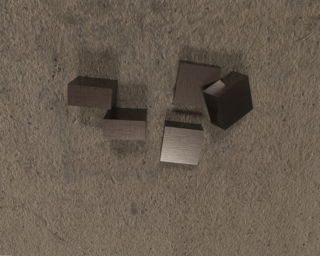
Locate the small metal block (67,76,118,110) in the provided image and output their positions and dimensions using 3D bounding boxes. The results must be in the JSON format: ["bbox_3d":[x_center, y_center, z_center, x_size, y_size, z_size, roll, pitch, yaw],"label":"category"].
[{"bbox_3d":[-0.081,-0.044,0.379,0.050,0.050,0.025,6,110,-3],"label":"small metal block"}]

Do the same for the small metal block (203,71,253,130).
[{"bbox_3d":[0.085,-0.034,0.380,0.050,0.025,0.050,-35,128,-18],"label":"small metal block"}]

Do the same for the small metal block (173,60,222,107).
[{"bbox_3d":[0.046,-0.056,0.390,0.050,0.025,0.050,8,110,-4],"label":"small metal block"}]

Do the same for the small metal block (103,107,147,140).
[{"bbox_3d":[-0.043,-0.006,0.394,0.050,0.050,0.025,3,110,-2],"label":"small metal block"}]

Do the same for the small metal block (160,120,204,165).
[{"bbox_3d":[0.028,0.020,0.417,0.050,0.025,0.050,7,110,-3],"label":"small metal block"}]
